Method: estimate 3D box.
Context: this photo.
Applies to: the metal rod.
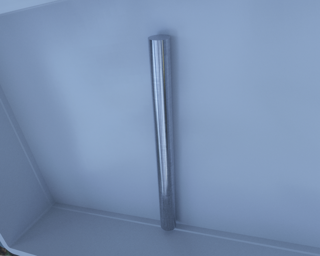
[{"bbox_3d":[0.006,0.027,0.422,0.025,0.025,0.298,11,123,22],"label":"metal rod"}]
